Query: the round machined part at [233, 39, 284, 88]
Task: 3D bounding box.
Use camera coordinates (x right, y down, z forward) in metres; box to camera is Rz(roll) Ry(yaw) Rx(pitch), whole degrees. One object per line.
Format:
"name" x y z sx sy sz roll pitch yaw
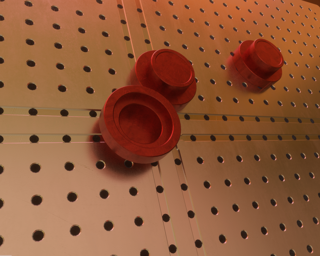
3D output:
"round machined part" 0.188 -0.126 0.574 0.099 0.042 0.098 13 56 -21

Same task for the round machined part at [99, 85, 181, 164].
"round machined part" -0.027 -0.001 0.383 0.099 0.042 0.098 13 56 -21

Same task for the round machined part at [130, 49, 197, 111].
"round machined part" 0.011 -0.075 0.448 0.099 0.042 0.098 13 56 -21
